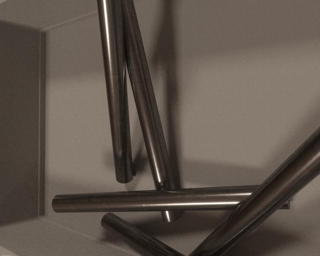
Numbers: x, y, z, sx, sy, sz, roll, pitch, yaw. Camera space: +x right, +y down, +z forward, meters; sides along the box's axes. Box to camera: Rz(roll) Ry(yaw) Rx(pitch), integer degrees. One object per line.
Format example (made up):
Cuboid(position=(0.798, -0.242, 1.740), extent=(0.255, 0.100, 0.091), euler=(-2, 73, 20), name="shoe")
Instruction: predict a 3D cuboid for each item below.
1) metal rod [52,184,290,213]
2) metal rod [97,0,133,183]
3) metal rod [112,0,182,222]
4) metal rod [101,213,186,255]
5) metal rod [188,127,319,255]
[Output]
Cuboid(position=(-0.008, 0.087, 0.369), extent=(0.300, 0.025, 0.025), euler=(-8, 85, 26), name="metal rod")
Cuboid(position=(-0.052, -0.055, 0.371), extent=(0.025, 0.025, 0.298), euler=(26, 131, 36), name="metal rod")
Cuboid(position=(-0.017, -0.031, 0.374), extent=(0.025, 0.025, 0.298), euler=(-7, 100, 39), name="metal rod")
Cuboid(position=(0.017, 0.155, 0.355), extent=(0.300, 0.025, 0.025), euler=(8, 96, 50), name="metal rod")
Cuboid(position=(0.095, 0.068, 0.283), extent=(0.025, 0.025, 0.298), euler=(52, 134, 27), name="metal rod")
